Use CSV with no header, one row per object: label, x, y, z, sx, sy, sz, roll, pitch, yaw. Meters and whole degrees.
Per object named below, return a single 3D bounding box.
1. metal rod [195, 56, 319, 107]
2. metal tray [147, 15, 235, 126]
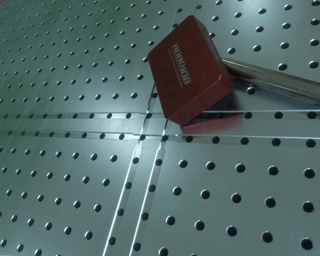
metal rod,0.156,-0.046,0.354,0.300,0.025,0.025,27,76,36
metal tray,0.035,-0.079,0.416,0.090,0.030,0.130,-37,49,27
